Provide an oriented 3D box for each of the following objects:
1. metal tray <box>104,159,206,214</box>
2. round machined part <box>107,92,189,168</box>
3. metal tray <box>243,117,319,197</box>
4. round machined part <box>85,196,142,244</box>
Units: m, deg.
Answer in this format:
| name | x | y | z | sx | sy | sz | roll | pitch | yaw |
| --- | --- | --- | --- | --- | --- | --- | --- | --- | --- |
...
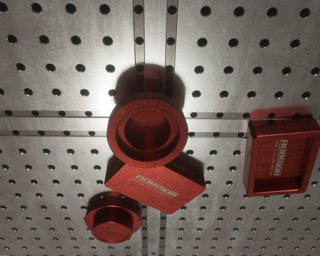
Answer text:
| name | x | y | z | sx | sy | sz | roll | pitch | yaw |
| --- | --- | --- | --- | --- | --- | --- | --- | --- | --- |
| metal tray | -0.007 | 0.079 | 0.476 | 0.131 | 0.030 | 0.090 | 30 | 124 | -24 |
| round machined part | -0.016 | -0.001 | 0.391 | 0.099 | 0.042 | 0.097 | -2 | 118 | -4 |
| metal tray | 0.173 | 0.046 | 0.450 | 0.091 | 0.030 | 0.129 | -5 | 130 | 4 |
| round machined part | -0.082 | 0.166 | 0.541 | 0.099 | 0.042 | 0.097 | -1 | 130 | 0 |
